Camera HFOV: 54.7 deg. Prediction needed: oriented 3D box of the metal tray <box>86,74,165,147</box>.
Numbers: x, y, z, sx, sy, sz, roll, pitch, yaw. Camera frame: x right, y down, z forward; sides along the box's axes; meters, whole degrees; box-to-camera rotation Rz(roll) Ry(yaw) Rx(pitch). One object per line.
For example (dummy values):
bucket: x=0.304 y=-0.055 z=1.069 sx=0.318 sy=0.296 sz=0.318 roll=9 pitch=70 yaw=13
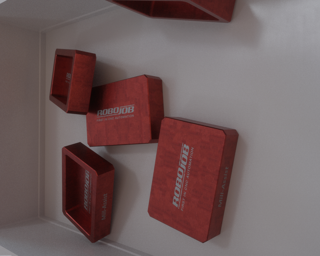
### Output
metal tray: x=-0.054 y=-0.020 z=0.446 sx=0.130 sy=0.030 sz=0.089 roll=-6 pitch=86 yaw=39

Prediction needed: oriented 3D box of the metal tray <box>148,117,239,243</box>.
metal tray: x=0.036 y=0.057 z=0.372 sx=0.090 sy=0.030 sz=0.129 roll=14 pitch=99 yaw=38

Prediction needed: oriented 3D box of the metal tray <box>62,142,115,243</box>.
metal tray: x=-0.113 y=0.098 z=0.473 sx=0.090 sy=0.030 sz=0.129 roll=27 pitch=121 yaw=36

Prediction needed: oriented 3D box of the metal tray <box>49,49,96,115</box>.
metal tray: x=-0.142 y=-0.077 z=0.490 sx=0.130 sy=0.030 sz=0.089 roll=25 pitch=106 yaw=57

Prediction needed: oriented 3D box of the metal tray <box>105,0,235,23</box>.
metal tray: x=0.008 y=-0.150 z=0.355 sx=0.130 sy=0.091 sz=0.030 roll=19 pitch=102 yaw=38
